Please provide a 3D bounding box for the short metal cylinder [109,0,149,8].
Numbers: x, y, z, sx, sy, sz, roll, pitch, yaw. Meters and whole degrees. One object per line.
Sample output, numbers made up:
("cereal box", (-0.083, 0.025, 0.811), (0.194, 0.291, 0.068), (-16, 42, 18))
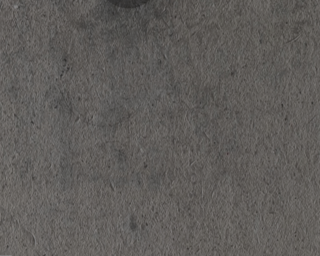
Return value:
("short metal cylinder", (-0.043, -0.203, 0.397), (0.081, 0.050, 0.080), (0, 90, 0))
